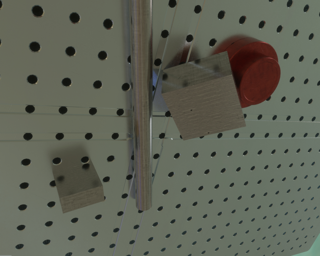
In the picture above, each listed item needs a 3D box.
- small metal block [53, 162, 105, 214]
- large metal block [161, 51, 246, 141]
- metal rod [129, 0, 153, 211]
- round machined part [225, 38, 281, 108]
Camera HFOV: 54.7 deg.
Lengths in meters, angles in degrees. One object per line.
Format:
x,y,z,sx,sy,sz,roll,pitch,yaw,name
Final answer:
-0.102,0.073,0.386,0.050,0.050,0.025,-13,124,-21,small metal block
0.055,-0.037,0.382,0.080,0.050,0.080,-14,131,16,large metal block
-0.022,-0.010,0.394,0.025,0.025,0.298,-13,124,-22,metal rod
0.126,-0.070,0.427,0.099,0.042,0.097,-14,124,-21,round machined part
